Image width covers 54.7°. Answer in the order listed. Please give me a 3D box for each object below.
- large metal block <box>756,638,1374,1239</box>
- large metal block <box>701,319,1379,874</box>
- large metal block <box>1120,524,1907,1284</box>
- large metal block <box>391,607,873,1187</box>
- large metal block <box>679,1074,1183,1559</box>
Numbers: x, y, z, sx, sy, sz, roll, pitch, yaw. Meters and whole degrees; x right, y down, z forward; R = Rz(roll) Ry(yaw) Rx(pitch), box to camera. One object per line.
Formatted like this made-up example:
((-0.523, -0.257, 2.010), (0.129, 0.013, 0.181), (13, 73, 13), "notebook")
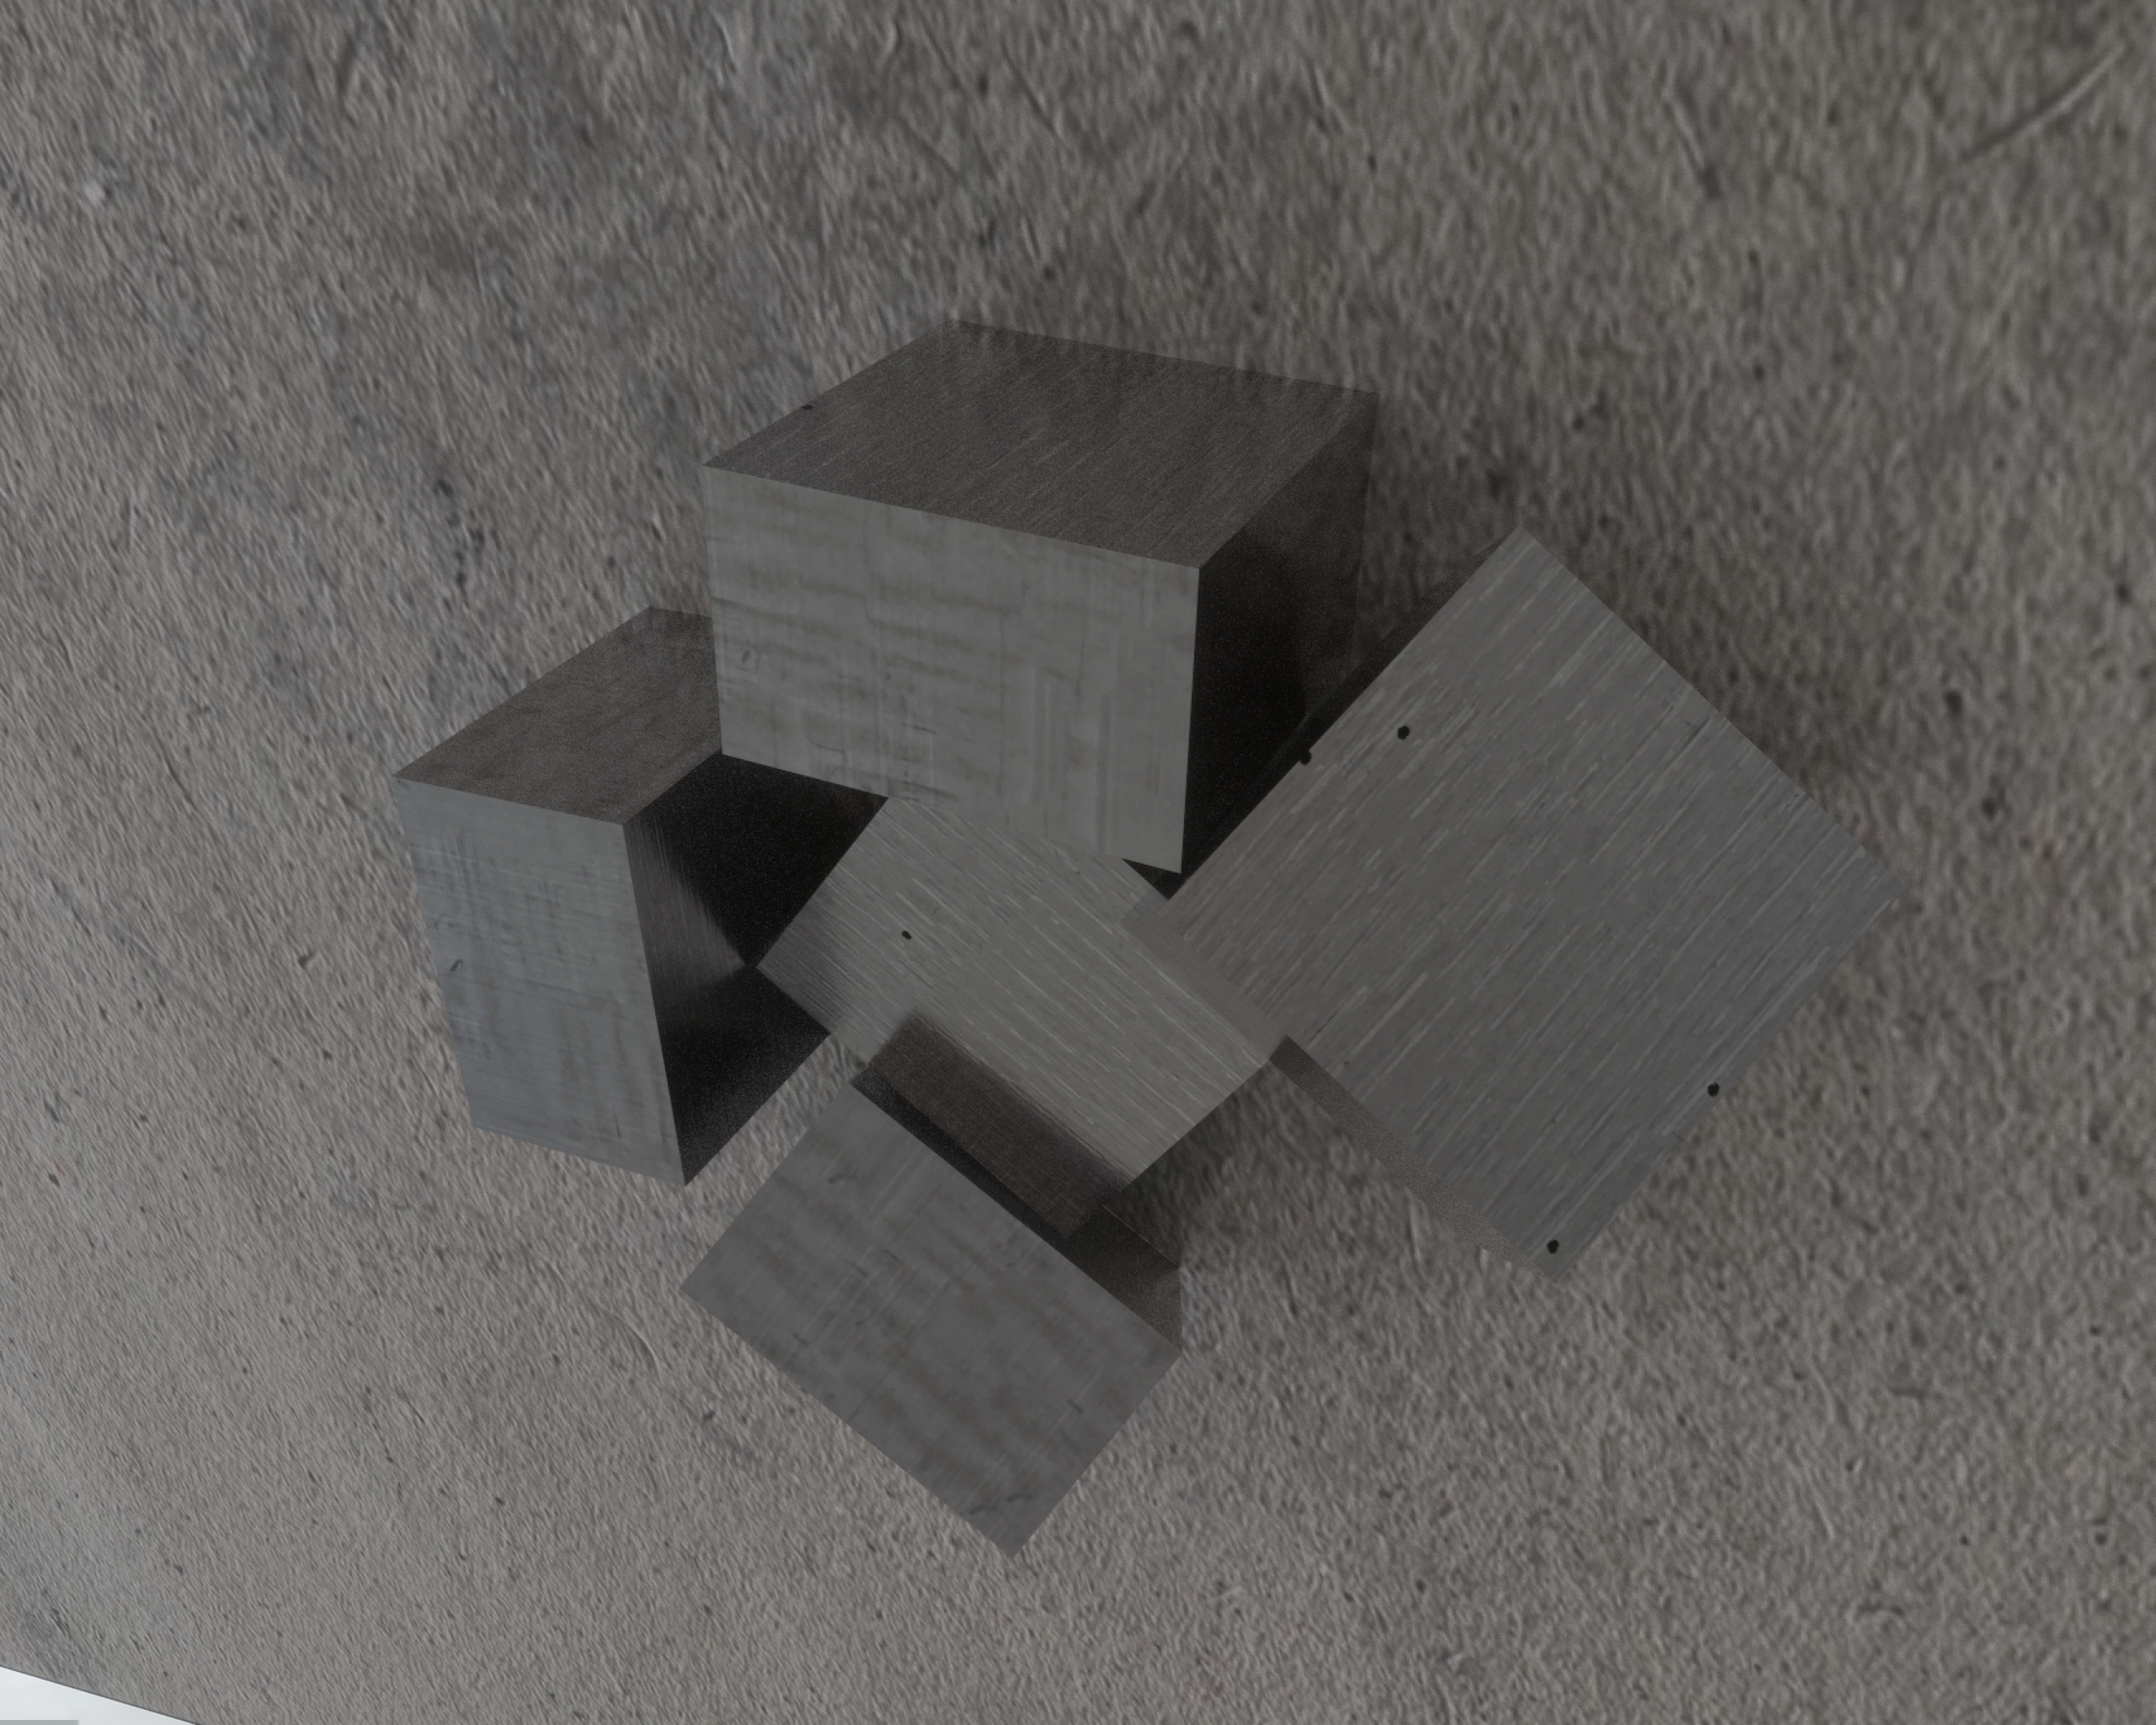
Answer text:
((-0.001, 0.012, 0.399), (0.080, 0.050, 0.080), (41, 129, -1), "large metal block")
((-0.004, -0.048, 0.344), (0.080, 0.080, 0.050), (15, 125, 20), "large metal block")
((0.066, 0.007, 0.333), (0.080, 0.050, 0.080), (43, 84, -2), "large metal block")
((-0.082, 0.004, 0.417), (0.050, 0.080, 0.079), (11, 123, 22), "large metal block")
((-0.026, 0.085, 0.429), (0.080, 0.080, 0.050), (39, 91, 2), "large metal block")
